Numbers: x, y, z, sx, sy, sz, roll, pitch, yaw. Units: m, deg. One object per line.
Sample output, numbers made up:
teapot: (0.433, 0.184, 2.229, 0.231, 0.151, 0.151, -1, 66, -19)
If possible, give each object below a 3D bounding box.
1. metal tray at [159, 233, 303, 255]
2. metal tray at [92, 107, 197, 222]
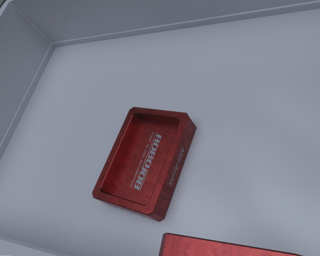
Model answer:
metal tray: (0.064, 0.114, 0.235, 0.090, 0.130, 0.030, -1, 62, 28)
metal tray: (-0.018, 0.039, 0.386, 0.090, 0.030, 0.130, 9, 66, 31)
